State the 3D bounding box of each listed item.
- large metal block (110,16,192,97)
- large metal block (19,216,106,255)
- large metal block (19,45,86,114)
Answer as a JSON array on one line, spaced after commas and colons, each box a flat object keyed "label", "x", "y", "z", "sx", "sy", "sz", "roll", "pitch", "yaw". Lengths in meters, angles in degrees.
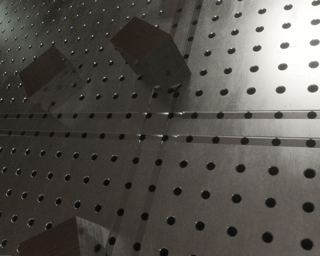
[{"label": "large metal block", "x": -0.012, "y": -0.101, "z": 0.440, "sx": 0.050, "sy": 0.080, "sz": 0.080, "roll": -46, "pitch": 52, "yaw": -4}, {"label": "large metal block", "x": -0.108, "y": 0.159, "z": 0.350, "sx": 0.080, "sy": 0.050, "sz": 0.080, "roll": -28, "pitch": 52, "yaw": 10}, {"label": "large metal block", "x": -0.189, "y": -0.086, "z": 0.542, "sx": 0.080, "sy": 0.050, "sz": 0.080, "roll": -39, "pitch": 51, "yaw": 1}]
